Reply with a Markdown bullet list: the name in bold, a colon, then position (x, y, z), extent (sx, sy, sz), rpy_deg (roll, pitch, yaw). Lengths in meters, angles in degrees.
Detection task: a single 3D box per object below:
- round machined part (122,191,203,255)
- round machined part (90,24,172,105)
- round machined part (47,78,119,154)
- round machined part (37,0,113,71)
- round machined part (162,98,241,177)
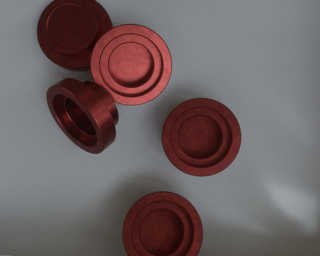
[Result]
- **round machined part**: position (0.001, 0.132, 0.394), extent (0.099, 0.042, 0.098), rpy_deg (3, 74, -9)
- **round machined part**: position (-0.037, -0.081, 0.392), extent (0.099, 0.042, 0.097), rpy_deg (-3, 109, -7)
- **round machined part**: position (-0.090, -0.019, 0.383), extent (0.098, 0.098, 0.042), rpy_deg (47, 55, 0)
- **round machined part**: position (-0.111, -0.125, 0.402), extent (0.099, 0.042, 0.097), rpy_deg (0, 90, 0)
- **round machined part**: position (0.051, 0.011, 0.403), extent (0.099, 0.042, 0.097), rpy_deg (0, 90, 0)
